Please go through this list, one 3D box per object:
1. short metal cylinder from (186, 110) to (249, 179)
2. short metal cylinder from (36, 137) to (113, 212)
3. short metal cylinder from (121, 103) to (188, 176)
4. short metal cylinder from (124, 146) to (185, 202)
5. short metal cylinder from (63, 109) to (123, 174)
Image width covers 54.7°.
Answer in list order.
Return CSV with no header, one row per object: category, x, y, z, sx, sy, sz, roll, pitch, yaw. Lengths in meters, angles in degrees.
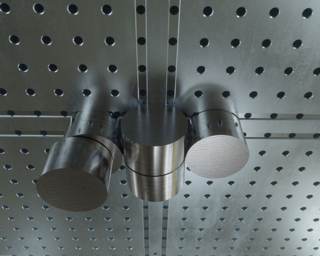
short metal cylinder,0.073,0.022,0.414,0.081,0.050,0.079,0,130,0
short metal cylinder,-0.101,0.057,0.375,0.081,0.050,0.079,0,130,0
short metal cylinder,-0.007,0.013,0.387,0.081,0.080,0.050,1,131,-1
short metal cylinder,-0.006,0.052,0.419,0.080,0.080,0.050,-1,130,0
short metal cylinder,-0.088,0.021,0.412,0.081,0.050,0.079,0,130,0
